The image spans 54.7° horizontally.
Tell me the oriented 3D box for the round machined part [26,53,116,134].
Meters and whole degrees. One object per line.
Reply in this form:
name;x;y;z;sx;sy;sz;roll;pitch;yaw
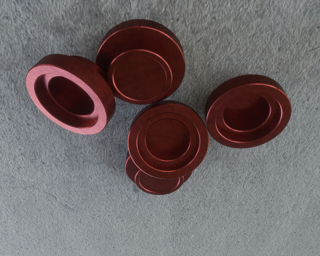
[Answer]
round machined part;-0.094;-0.041;0.347;0.098;0.042;0.097;15;139;14

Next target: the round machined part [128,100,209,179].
round machined part;0.009;0.012;0.394;0.099;0.042;0.097;-1;107;-3

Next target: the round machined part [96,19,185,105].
round machined part;-0.021;-0.065;0.341;0.099;0.042;0.097;-1;130;0

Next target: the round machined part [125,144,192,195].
round machined part;-0.001;0.060;0.448;0.099;0.042;0.097;-1;130;0

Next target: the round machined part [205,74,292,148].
round machined part;0.104;-0.024;0.379;0.099;0.042;0.097;-1;130;0
